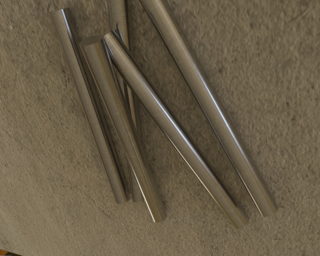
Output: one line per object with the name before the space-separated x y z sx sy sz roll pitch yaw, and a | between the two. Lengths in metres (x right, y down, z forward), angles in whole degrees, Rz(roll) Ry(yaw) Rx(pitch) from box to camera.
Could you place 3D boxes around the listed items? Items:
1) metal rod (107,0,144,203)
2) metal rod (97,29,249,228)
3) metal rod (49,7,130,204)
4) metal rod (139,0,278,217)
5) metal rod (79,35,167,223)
metal rod | -0.039 -0.019 0.414 0.025 0.025 0.298 10 123 22
metal rod | 0.025 0.014 0.383 0.025 0.025 0.300 -24 111 36
metal rod | -0.092 -0.014 0.444 0.025 0.025 0.298 1 119 27
metal rod | 0.064 -0.019 0.360 0.025 0.025 0.299 -21 108 35
metal rod | -0.036 0.025 0.404 0.025 0.025 0.298 4 131 26
